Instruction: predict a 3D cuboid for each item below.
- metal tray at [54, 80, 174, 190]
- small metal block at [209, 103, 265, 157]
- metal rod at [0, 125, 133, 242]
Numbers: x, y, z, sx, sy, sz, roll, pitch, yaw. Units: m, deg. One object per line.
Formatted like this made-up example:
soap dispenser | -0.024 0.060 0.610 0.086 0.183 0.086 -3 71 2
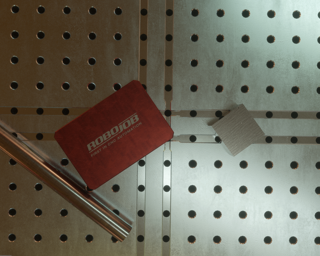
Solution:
metal tray | -0.059 0.009 0.410 0.130 0.030 0.090 -34 90 -1
small metal block | 0.102 0.003 0.415 0.050 0.025 0.050 -36 90 0
metal rod | -0.163 0.050 0.411 0.300 0.025 0.025 38 90 -1
